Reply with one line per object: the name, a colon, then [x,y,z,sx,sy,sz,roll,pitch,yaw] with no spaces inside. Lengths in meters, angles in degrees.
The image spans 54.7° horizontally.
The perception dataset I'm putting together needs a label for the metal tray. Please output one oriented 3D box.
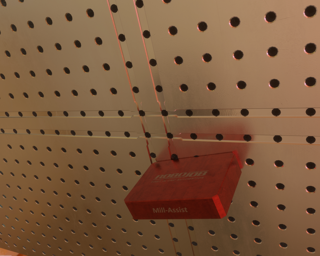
metal tray: [0.030,0.075,0.398,0.130,0.090,0.030,-11,113,32]
